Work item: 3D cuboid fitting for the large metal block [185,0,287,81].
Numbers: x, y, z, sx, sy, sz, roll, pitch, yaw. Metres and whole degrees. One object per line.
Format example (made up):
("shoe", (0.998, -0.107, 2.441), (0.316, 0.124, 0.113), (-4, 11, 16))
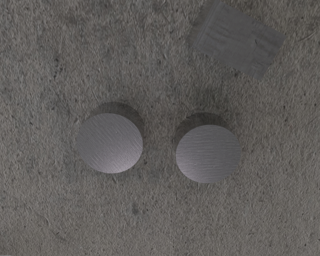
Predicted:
("large metal block", (0.078, -0.100, 0.345), (0.080, 0.080, 0.050), (24, 108, -9))

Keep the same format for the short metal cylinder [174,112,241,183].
("short metal cylinder", (0.060, 0.025, 0.406), (0.081, 0.050, 0.079), (0, 110, 0))

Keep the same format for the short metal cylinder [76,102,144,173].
("short metal cylinder", (-0.061, 0.011, 0.400), (0.081, 0.050, 0.079), (0, 110, 0))
